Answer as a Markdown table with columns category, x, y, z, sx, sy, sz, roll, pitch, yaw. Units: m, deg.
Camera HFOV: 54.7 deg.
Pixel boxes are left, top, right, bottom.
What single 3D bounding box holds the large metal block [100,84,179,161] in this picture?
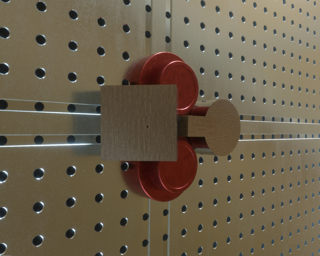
| category | x | y | z | sx | sy | sz | roll | pitch | yaw |
| --- | --- | --- | --- | --- | --- | --- | --- | --- | --- |
| large metal block | -0.020 | -0.006 | 0.349 | 0.050 | 0.080 | 0.080 | -6 | 96 | -85 |

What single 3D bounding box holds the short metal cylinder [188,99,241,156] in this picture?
| category | x | y | z | sx | sy | sz | roll | pitch | yaw |
| --- | --- | --- | --- | --- | --- | --- | --- | --- | --- |
| short metal cylinder | 0.073 | -0.001 | 0.452 | 0.081 | 0.050 | 0.080 | 0 | 90 | -40 |

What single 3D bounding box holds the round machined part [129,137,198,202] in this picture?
| category | x | y | z | sx | sy | sz | roll | pitch | yaw |
| --- | --- | --- | --- | --- | --- | --- | --- | --- | --- |
| round machined part | 0.011 | 0.048 | 0.408 | 0.099 | 0.042 | 0.097 | 0 | 90 | -40 |

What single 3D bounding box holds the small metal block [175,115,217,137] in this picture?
| category | x | y | z | sx | sy | sz | roll | pitch | yaw |
| --- | --- | --- | --- | --- | --- | --- | --- | --- | --- |
| small metal block | 0.036 | -0.002 | 0.394 | 0.050 | 0.050 | 0.025 | 2 | 89 | -40 |

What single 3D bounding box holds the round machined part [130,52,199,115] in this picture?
| category | x | y | z | sx | sy | sz | roll | pitch | yaw |
| --- | --- | --- | --- | --- | --- | --- | --- | --- | --- |
| round machined part | 0.013 | -0.052 | 0.409 | 0.099 | 0.042 | 0.097 | 0 | 90 | -40 |
